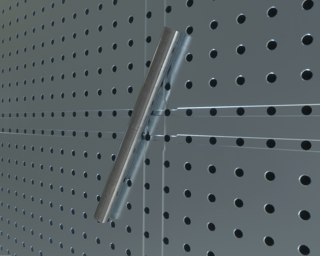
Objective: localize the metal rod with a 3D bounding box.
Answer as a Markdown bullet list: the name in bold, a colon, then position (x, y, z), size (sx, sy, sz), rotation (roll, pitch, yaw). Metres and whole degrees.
- **metal rod**: position (-0.037, 0.007, 0.437), size (0.025, 0.025, 0.298), rotation (34, 111, 34)
